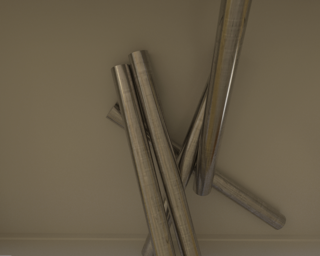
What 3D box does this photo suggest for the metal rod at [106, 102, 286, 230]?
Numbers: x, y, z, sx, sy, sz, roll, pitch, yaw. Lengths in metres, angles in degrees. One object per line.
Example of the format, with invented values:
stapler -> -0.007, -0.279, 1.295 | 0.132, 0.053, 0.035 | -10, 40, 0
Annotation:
metal rod -> 0.058, 0.059, 0.433 | 0.301, 0.025, 0.025 | 34, 106, -12

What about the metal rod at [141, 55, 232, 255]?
metal rod -> 0.035, 0.042, 0.400 | 0.025, 0.025, 0.298 | 18, 104, -7

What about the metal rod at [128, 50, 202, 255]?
metal rod -> 0.011, 0.053, 0.382 | 0.025, 0.025, 0.298 | -15, 91, 5

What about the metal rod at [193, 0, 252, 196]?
metal rod -> 0.061, -0.031, 0.320 | 0.025, 0.025, 0.298 | 1, 131, -1

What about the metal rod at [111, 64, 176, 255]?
metal rod -> -0.014, 0.070, 0.374 | 0.025, 0.025, 0.298 | -14, 86, 4
